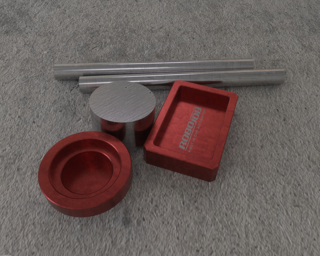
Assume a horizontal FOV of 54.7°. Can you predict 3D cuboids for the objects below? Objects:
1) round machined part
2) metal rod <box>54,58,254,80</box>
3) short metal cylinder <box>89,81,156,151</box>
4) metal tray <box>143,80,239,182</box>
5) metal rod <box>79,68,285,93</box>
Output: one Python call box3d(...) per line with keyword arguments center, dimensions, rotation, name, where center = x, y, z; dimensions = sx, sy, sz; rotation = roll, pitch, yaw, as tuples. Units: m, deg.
box3d(center=(-0.080, 0.054, 0.346), dimensions=(0.099, 0.042, 0.098), rotation=(0, 50, 0), name="round machined part")
box3d(center=(-0.008, -0.091, 0.479), dimensions=(0.302, 0.025, 0.025), rotation=(-2, 50, -2), name="metal rod")
box3d(center=(-0.047, -0.016, 0.394), dimensions=(0.081, 0.050, 0.080), rotation=(3, 43, -3), name="short metal cylinder")
box3d(center=(0.043, -0.002, 0.401), dimensions=(0.090, 0.030, 0.130), rotation=(15, 52, 12), name="metal tray")
box3d(center=(0.034, -0.071, 0.463), dimensions=(0.302, 0.025, 0.025), rotation=(-3, 50, -3), name="metal rod")
